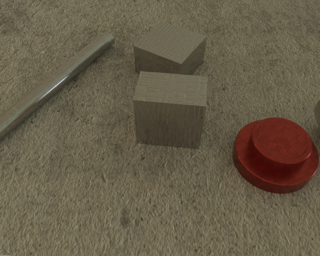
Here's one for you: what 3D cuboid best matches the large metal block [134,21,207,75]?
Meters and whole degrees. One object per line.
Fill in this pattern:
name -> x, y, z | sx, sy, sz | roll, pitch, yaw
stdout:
large metal block -> 0.016, -0.115, 0.484 | 0.080, 0.050, 0.080 | 25, 54, 19

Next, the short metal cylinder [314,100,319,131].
short metal cylinder -> 0.238, -0.008, 0.378 | 0.080, 0.080, 0.050 | 3, 50, 2

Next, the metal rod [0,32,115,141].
metal rod -> -0.165, -0.055, 0.447 | 0.025, 0.025, 0.301 | 25, 54, 19

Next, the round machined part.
round machined part -> 0.141, 0.026, 0.373 | 0.099, 0.042, 0.098 | 0, 50, 0

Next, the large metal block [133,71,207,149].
large metal block -> 0.013, -0.021, 0.385 | 0.080, 0.080, 0.050 | 5, 50, 4
